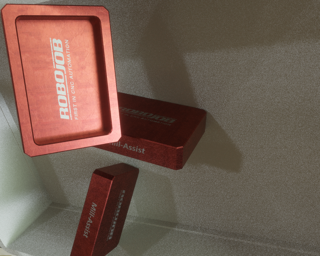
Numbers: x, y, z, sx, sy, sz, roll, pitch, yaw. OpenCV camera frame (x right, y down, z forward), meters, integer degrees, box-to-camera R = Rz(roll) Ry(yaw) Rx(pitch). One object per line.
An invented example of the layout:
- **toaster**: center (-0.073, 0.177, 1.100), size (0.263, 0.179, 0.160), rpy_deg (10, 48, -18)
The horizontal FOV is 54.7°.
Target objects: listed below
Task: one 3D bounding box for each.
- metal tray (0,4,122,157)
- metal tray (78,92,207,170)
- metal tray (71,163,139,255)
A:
- **metal tray**: center (-0.089, -0.045, 0.291), size (0.030, 0.091, 0.129), rpy_deg (16, 113, 62)
- **metal tray**: center (-0.020, -0.002, 0.374), size (0.130, 0.090, 0.030), rpy_deg (14, 124, 20)
- **metal tray**: center (-0.076, 0.120, 0.444), size (0.030, 0.090, 0.129), rpy_deg (18, 95, 18)
